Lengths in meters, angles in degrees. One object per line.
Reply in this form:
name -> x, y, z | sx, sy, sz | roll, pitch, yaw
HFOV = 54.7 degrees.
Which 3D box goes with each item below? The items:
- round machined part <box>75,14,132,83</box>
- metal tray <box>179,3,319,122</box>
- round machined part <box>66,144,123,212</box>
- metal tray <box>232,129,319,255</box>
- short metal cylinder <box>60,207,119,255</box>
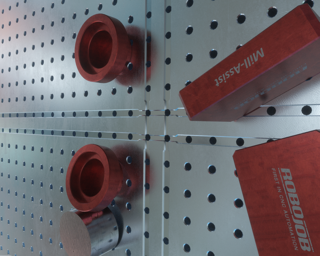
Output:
round machined part -> -0.081, -0.115, 0.462 | 0.098, 0.042, 0.097 | 0, 90, 39
metal tray -> 0.093, -0.049, 0.288 | 0.130, 0.091, 0.030 | -34, 70, 34
round machined part -> -0.094, 0.075, 0.465 | 0.098, 0.042, 0.098 | -12, 71, 36
metal tray -> 0.131, 0.074, 0.297 | 0.090, 0.030, 0.129 | -21, 77, 37
short metal cylinder -> -0.110, 0.159, 0.475 | 0.080, 0.050, 0.079 | 7, 101, 40
